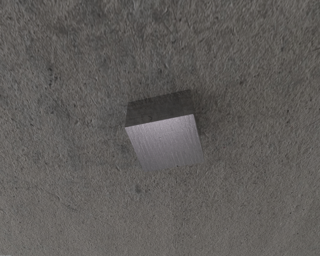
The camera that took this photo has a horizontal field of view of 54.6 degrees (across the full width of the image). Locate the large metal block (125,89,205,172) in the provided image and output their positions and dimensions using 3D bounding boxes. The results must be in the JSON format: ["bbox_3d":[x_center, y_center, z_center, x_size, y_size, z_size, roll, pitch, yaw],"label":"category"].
[{"bbox_3d":[0.008,0.005,0.395,0.080,0.050,0.080,-11,129,9],"label":"large metal block"}]
